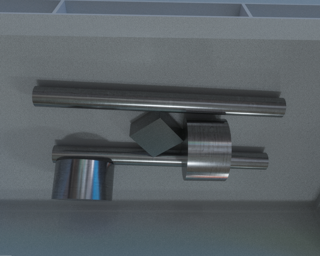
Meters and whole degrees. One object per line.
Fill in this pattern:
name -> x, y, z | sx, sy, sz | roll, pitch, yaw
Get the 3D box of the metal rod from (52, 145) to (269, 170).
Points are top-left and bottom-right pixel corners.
metal rod -> 0.002, 0.042, 0.443 | 0.302, 0.025, 0.025 | 2, 130, -3

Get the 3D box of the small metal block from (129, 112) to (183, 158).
small metal block -> -0.004, 0.006, 0.412 | 0.050, 0.025, 0.050 | -31, 124, 23

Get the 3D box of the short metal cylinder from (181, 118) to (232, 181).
short metal cylinder -> 0.056, 0.027, 0.395 | 0.050, 0.080, 0.079 | 1, 130, -2

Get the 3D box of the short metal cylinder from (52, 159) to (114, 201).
short metal cylinder -> -0.105, 0.075, 0.430 | 0.081, 0.050, 0.080 | 1, 164, 1

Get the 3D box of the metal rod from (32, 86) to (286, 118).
metal rod -> 0.002, -0.032, 0.379 | 0.302, 0.025, 0.025 | 2, 130, -3
